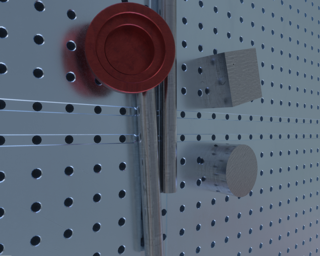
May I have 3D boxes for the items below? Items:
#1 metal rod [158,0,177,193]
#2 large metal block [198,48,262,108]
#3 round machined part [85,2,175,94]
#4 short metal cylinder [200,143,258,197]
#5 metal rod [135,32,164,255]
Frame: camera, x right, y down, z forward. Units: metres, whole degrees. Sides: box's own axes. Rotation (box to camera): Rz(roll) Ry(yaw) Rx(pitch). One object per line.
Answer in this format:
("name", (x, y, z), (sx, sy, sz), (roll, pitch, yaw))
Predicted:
("metal rod", (0.010, -0.063, 0.419), (0.025, 0.025, 0.298), (0, 90, -40))
("large metal block", (0.113, -0.079, 0.490), (0.081, 0.050, 0.079), (-18, 102, -39))
("round machined part", (-0.035, -0.087, 0.354), (0.099, 0.042, 0.097), (-1, 92, -15))
("short metal cylinder", (0.109, 0.064, 0.487), (0.081, 0.050, 0.079), (0, 90, -40))
("metal rod", (-0.015, 0.016, 0.398), (0.025, 0.025, 0.298), (-5, 93, -40))
